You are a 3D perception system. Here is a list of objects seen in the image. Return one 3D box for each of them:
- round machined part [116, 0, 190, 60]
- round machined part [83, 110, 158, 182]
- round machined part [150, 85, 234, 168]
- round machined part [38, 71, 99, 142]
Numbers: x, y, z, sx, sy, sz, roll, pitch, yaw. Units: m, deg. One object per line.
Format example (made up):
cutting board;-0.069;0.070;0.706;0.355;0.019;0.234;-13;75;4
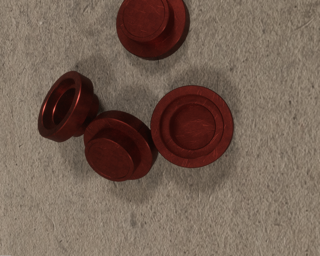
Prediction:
round machined part;-0.014;-0.141;0.404;0.098;0.042;0.097;0;90;19
round machined part;-0.055;0.030;0.395;0.098;0.042;0.097;12;126;17
round machined part;0.041;-0.001;0.382;0.098;0.042;0.097;-1;88;15
round machined part;-0.122;-0.026;0.426;0.098;0.042;0.098;-22;54;35
